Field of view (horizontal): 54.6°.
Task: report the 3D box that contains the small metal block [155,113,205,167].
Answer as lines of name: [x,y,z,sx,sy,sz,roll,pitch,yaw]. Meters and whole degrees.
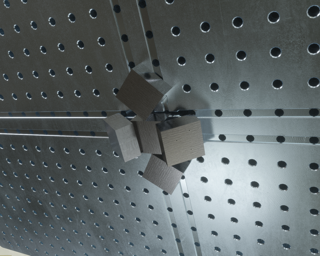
small metal block: [0.026,0.015,0.389,0.050,0.025,0.050,-16,116,-9]

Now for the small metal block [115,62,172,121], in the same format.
small metal block: [-0.021,-0.046,0.395,0.050,0.025,0.050,40,129,2]

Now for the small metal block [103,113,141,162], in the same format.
small metal block: [-0.053,0.012,0.431,0.050,0.025,0.050,34,143,55]

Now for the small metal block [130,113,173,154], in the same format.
small metal block: [-0.007,0.007,0.419,0.050,0.025,0.050,1,118,27]

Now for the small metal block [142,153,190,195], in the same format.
small metal block: [0.008,0.060,0.444,0.050,0.025,0.050,31,129,10]
